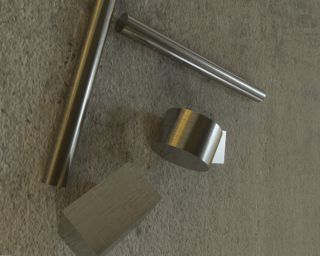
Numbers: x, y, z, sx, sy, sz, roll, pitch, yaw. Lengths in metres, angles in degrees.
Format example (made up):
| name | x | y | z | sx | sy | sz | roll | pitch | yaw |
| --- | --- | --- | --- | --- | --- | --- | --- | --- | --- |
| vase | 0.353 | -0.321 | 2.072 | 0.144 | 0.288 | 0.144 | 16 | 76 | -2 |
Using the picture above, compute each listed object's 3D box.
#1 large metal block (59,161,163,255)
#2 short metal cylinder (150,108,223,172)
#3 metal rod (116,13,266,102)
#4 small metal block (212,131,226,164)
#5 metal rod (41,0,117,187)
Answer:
| name | x | y | z | sx | sy | sz | roll | pitch | yaw |
| --- | --- | --- | --- | --- | --- | --- | --- | --- | --- |
| large metal block | -0.053 | 0.091 | 0.317 | 0.050 | 0.080 | 0.081 | 46 | 55 | 12 |
| short metal cylinder | 0.034 | 0.016 | 0.400 | 0.080 | 0.080 | 0.050 | 38 | 67 | -34 |
| metal rod | 0.067 | -0.091 | 0.462 | 0.302 | 0.025 | 0.025 | 17 | 80 | -39 |
| small metal block | 0.073 | 0.027 | 0.468 | 0.050 | 0.025 | 0.050 | 8 | 85 | -40 |
| metal rod | -0.076 | -0.086 | 0.342 | 0.025 | 0.025 | 0.299 | 21 | 77 | -39 |
